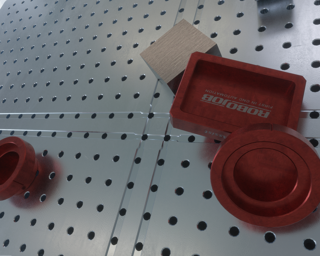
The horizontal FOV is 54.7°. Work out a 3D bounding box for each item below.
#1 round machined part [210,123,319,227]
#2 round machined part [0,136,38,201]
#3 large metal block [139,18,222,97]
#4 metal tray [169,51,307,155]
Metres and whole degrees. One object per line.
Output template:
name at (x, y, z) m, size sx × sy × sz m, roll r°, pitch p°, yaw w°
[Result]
round machined part at (0.101, 0.041, 0.297) m, size 0.098 × 0.097 × 0.042 m, roll -12°, pitch 14°, yaw 22°
round machined part at (-0.231, 0.065, 0.479) m, size 0.098 × 0.042 × 0.098 m, roll -13°, pitch 56°, yaw 21°
large metal block at (0.031, -0.094, 0.433) m, size 0.080 × 0.050 × 0.080 m, roll -39°, pitch 51°, yaw 2°
metal tray at (0.086, -0.029, 0.348) m, size 0.131 × 0.030 × 0.090 m, roll 16°, pitch 68°, yaw 11°
